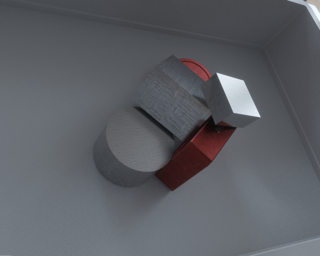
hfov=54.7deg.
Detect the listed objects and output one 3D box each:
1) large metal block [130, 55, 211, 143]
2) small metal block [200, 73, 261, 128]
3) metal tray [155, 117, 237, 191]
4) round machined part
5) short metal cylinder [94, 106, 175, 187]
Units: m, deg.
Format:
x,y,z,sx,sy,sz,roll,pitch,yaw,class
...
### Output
x,y,z,sx,sy,sz,roll,pitch,yaw,class
0.022,-0.039,0.379,0.080,0.050,0.080,39,26,-2,large metal block
0.078,-0.029,0.343,0.050,0.025,0.050,5,58,-41,small metal block
0.057,0.013,0.386,0.030,0.090,0.131,44,50,2,metal tray
0.039,-0.063,0.453,0.099,0.042,0.098,14,56,-21,round machined part
-0.031,0.022,0.358,0.081,0.050,0.080,14,56,-21,short metal cylinder
